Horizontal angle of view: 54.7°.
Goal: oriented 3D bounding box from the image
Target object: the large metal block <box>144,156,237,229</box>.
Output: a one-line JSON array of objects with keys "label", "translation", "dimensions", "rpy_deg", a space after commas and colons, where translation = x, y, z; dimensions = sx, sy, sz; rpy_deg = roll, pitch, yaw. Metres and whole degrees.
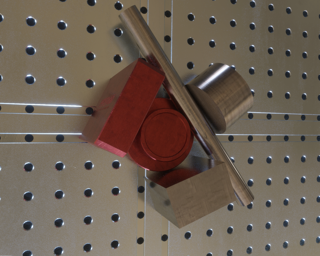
[{"label": "large metal block", "translation": [0.036, 0.077, 0.398], "dimensions": [0.081, 0.080, 0.050], "rpy_deg": [-20, 97, -19]}]

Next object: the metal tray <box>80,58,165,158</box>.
[{"label": "metal tray", "translation": [-0.047, -0.020, 0.340], "dimensions": [0.030, 0.130, 0.090], "rpy_deg": [29, 80, -18]}]

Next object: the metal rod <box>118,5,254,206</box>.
[{"label": "metal rod", "translation": [0.041, -0.020, 0.406], "dimensions": [0.025, 0.025, 0.299], "rpy_deg": [-37, 102, -16]}]

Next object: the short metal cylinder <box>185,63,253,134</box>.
[{"label": "short metal cylinder", "translation": [0.075, -0.039, 0.411], "dimensions": [0.050, 0.080, 0.080], "rpy_deg": [-39, 103, -16]}]

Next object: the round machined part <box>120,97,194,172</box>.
[{"label": "round machined part", "translation": [0.001, 0.009, 0.405], "dimensions": [0.099, 0.042, 0.097], "rpy_deg": [0, 90, -21]}]
